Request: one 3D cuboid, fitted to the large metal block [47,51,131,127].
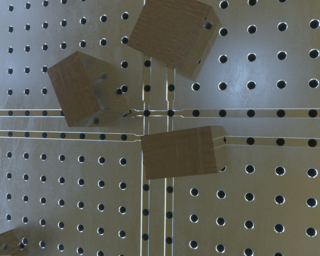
[{"bbox_3d":[-0.093,-0.048,0.417,0.050,0.080,0.080,-26,82,18],"label":"large metal block"}]

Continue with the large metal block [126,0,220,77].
[{"bbox_3d":[0.017,-0.121,0.394,0.080,0.050,0.080,29,99,17],"label":"large metal block"}]

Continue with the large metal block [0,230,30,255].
[{"bbox_3d":[-0.267,0.216,0.479,0.050,0.080,0.080,41,103,15],"label":"large metal block"}]

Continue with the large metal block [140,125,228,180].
[{"bbox_3d":[0.032,0.028,0.372,0.080,0.080,0.050,-9,87,20],"label":"large metal block"}]
